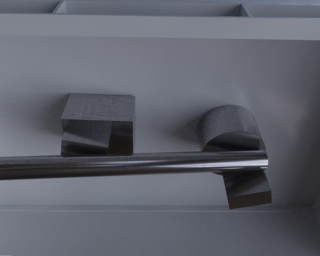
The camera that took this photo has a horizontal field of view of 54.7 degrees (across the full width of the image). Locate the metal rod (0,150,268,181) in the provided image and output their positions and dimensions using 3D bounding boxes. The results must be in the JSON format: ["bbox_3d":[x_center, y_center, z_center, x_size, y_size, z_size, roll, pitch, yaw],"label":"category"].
[{"bbox_3d":[-0.024,0.041,0.349,0.302,0.025,0.025,-1,131,-10],"label":"metal rod"}]

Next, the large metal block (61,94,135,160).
[{"bbox_3d":[-0.073,0.005,0.392,0.081,0.050,0.079,2,130,-2],"label":"large metal block"}]

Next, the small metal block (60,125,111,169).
[{"bbox_3d":[-0.088,0.028,0.363,0.050,0.025,0.050,10,129,-9],"label":"small metal block"}]

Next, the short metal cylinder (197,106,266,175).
[{"bbox_3d":[0.091,0.018,0.407,0.081,0.050,0.079,0,130,0],"label":"short metal cylinder"}]

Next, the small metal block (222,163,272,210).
[{"bbox_3d":[0.106,0.069,0.384,0.050,0.050,0.025,-11,129,9],"label":"small metal block"}]
